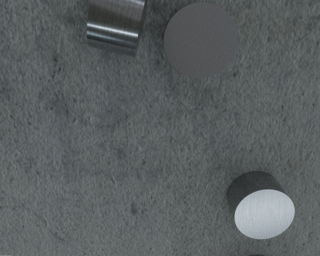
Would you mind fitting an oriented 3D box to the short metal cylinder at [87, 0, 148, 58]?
[{"bbox_3d":[-0.044,-0.122,0.335,0.050,0.080,0.079,12,110,-5],"label":"short metal cylinder"}]

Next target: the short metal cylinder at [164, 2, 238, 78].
[{"bbox_3d":[0.044,-0.102,0.359,0.081,0.050,0.079,0,110,-1],"label":"short metal cylinder"}]

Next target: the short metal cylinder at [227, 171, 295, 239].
[{"bbox_3d":[0.140,0.108,0.438,0.081,0.050,0.079,0,110,-1],"label":"short metal cylinder"}]
